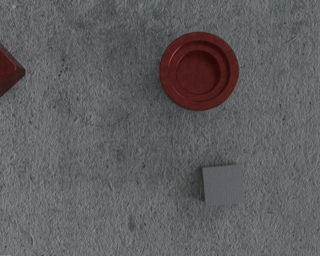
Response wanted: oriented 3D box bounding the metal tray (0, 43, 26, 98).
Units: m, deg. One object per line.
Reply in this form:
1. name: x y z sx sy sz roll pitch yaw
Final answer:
1. metal tray: -0.256 -0.092 0.404 0.090 0.030 0.130 -43 91 0

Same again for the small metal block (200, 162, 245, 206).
1. small metal block: 0.082 0.074 0.411 0.050 0.025 0.050 -5 90 -1

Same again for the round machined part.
1. round machined part: 0.049 -0.070 0.402 0.099 0.042 0.097 0 90 -1
